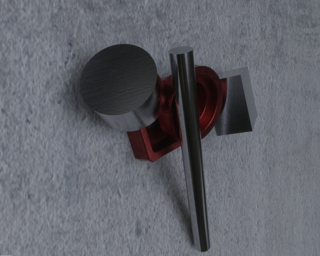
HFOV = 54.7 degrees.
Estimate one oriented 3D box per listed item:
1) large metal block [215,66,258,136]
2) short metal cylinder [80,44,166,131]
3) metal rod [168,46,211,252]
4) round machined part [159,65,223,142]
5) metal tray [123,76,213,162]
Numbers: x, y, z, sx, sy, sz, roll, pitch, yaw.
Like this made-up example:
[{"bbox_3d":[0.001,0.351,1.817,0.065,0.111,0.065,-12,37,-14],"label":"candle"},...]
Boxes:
[{"bbox_3d":[0.109,-0.042,0.462,0.080,0.050,0.080,-41,118,-61],"label":"large metal block"},{"bbox_3d":[-0.037,-0.042,0.332,0.050,0.080,0.080,60,46,-68],"label":"short metal cylinder"},{"bbox_3d":[0.042,0.048,0.387,0.025,0.025,0.298,-34,128,-35],"label":"metal rod"},{"bbox_3d":[0.033,-0.032,0.393,0.099,0.042,0.097,-19,118,-39],"label":"round machined part"},{"bbox_3d":[0.013,-0.021,0.416,0.131,0.030,0.089,-26,107,-37],"label":"metal tray"}]
